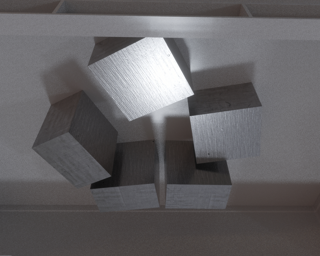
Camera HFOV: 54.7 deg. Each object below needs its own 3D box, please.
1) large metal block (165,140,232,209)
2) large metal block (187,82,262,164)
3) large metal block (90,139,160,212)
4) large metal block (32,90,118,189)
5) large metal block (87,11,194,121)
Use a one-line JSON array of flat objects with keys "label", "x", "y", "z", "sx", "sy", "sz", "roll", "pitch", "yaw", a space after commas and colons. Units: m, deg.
[{"label": "large metal block", "x": 0.048, "y": 0.063, "z": 0.427, "sx": 0.081, "sy": 0.080, "sz": 0.050, "roll": 1, "pitch": 130, "yaw": -2}, {"label": "large metal block", "x": 0.080, "y": -0.005, "z": 0.390, "sx": 0.080, "sy": 0.050, "sz": 0.080, "roll": -8, "pitch": 130, "yaw": 6}, {"label": "large metal block", "x": -0.044, "y": 0.065, "z": 0.428, "sx": 0.080, "sy": 0.080, "sz": 0.050, "roll": -6, "pitch": 130, "yaw": 4}, {"label": "large metal block", "x": -0.099, "y": 0.014, "z": 0.383, "sx": 0.050, "sy": 0.080, "sz": 0.080, "roll": -22, "pitch": 127, "yaw": 17}, {"label": "large metal block", "x": -0.018, "y": -0.065, "z": 0.338, "sx": 0.080, "sy": 0.050, "sz": 0.080, "roll": -22, "pitch": 127, "yaw": 17}]
